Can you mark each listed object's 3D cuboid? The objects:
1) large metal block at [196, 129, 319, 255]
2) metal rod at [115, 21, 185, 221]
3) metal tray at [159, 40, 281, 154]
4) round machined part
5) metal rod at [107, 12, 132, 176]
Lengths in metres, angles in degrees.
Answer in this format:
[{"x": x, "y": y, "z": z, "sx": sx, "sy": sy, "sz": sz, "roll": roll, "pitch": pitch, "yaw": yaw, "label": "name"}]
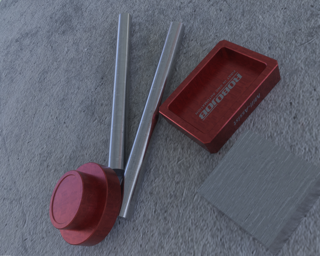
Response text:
[{"x": 0.097, "y": 0.060, "z": 0.299, "sx": 0.080, "sy": 0.050, "sz": 0.080, "roll": 34, "pitch": 81, "yaw": 38, "label": "large metal block"}, {"x": -0.009, "y": -0.027, "z": 0.423, "sx": 0.025, "sy": 0.025, "sz": 0.300, "roll": 1, "pitch": 62, "yaw": 28, "label": "metal rod"}, {"x": 0.073, "y": -0.043, "z": 0.387, "sx": 0.130, "sy": 0.030, "sz": 0.090, "roll": -48, "pitch": 52, "yaw": -6, "label": "metal tray"}, {"x": -0.095, "y": 0.088, "z": 0.369, "sx": 0.098, "sy": 0.042, "sz": 0.098, "roll": -22, "pitch": 56, "yaw": 37, "label": "round machined part"}, {"x": -0.059, "y": -0.070, "z": 0.475, "sx": 0.025, "sy": 0.025, "sz": 0.299, "roll": -15, "pitch": 56, "yaw": 20, "label": "metal rod"}]
